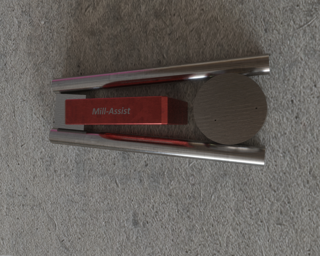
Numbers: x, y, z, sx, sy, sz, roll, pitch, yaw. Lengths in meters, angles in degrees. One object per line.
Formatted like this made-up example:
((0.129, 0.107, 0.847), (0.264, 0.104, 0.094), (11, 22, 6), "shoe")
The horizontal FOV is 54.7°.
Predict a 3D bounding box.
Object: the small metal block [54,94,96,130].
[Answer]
((-0.125, -0.023, 0.455), (0.050, 0.025, 0.050), (5, 92, 19), "small metal block")

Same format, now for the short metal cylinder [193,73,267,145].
((0.085, -0.021, 0.366), (0.080, 0.050, 0.079), (0, 90, 20), "short metal cylinder")

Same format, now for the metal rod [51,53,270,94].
((-0.013, -0.069, 0.415), (0.301, 0.025, 0.025), (-3, 89, 19), "metal rod")

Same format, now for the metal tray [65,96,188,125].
((-0.039, -0.019, 0.388), (0.130, 0.090, 0.030), (0, 90, 20), "metal tray")

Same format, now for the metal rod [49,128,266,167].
((-0.017, 0.022, 0.416), (0.301, 0.025, 0.025), (5, 92, 19), "metal rod")
